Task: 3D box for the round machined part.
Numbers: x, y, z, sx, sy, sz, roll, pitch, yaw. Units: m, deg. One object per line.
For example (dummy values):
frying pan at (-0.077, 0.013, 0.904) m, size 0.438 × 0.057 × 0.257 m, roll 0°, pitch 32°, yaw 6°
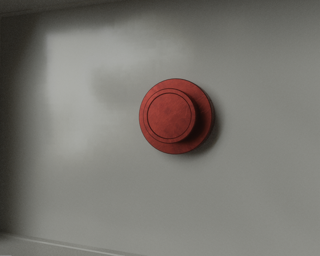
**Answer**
round machined part at (0.018, -0.015, 0.396) m, size 0.098 × 0.042 × 0.097 m, roll 0°, pitch 90°, yaw 20°
